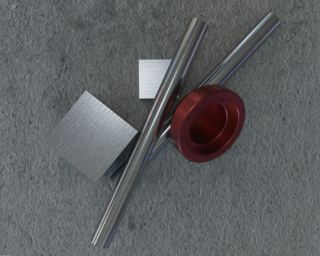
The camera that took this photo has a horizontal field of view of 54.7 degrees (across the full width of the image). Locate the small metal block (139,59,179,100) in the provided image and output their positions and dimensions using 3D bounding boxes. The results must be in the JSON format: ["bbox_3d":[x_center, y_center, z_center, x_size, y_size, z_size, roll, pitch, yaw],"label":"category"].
[{"bbox_3d":[-0.002,-0.063,0.410,0.050,0.025,0.050,-1,90,-1],"label":"small metal block"}]

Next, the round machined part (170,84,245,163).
[{"bbox_3d":[0.054,-0.009,0.386,0.099,0.042,0.097,-16,124,-24],"label":"round machined part"}]

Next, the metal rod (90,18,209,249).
[{"bbox_3d":[-0.013,0.006,0.384,0.025,0.025,0.299,24,89,-1],"label":"metal rod"}]

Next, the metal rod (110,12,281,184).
[{"bbox_3d":[0.047,-0.036,0.410,0.025,0.025,0.300,44,89,-1],"label":"metal rod"}]

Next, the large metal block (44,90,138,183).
[{"bbox_3d":[-0.083,0.010,0.396,0.080,0.050,0.080,39,90,-1],"label":"large metal block"}]
